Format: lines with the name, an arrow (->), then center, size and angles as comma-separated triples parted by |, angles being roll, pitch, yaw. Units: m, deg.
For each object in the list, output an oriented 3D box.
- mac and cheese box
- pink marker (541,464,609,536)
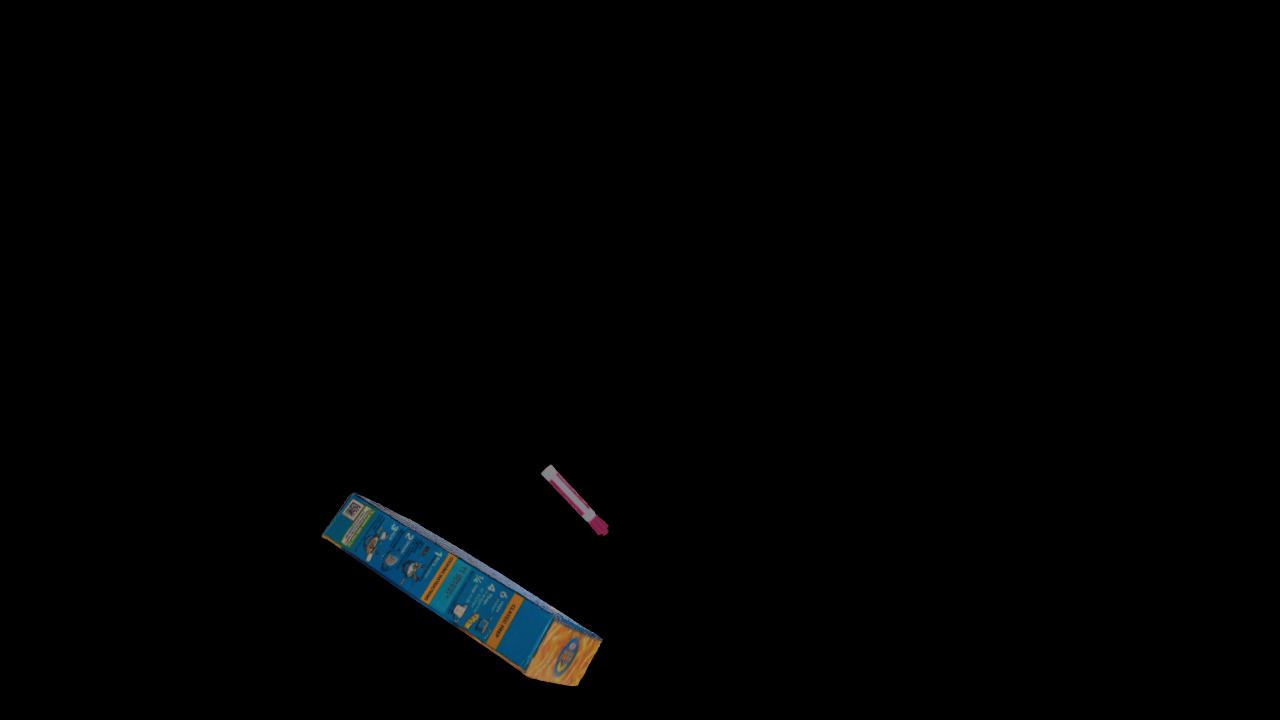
mac and cheese box -> -0.122, 0.157, 0.424 | 0.184, 0.041, 0.093 | 19, -25, 27
pink marker -> -0.087, 0.191, 0.833 | 0.020, 0.121, 0.020 | -43, 1, 1
